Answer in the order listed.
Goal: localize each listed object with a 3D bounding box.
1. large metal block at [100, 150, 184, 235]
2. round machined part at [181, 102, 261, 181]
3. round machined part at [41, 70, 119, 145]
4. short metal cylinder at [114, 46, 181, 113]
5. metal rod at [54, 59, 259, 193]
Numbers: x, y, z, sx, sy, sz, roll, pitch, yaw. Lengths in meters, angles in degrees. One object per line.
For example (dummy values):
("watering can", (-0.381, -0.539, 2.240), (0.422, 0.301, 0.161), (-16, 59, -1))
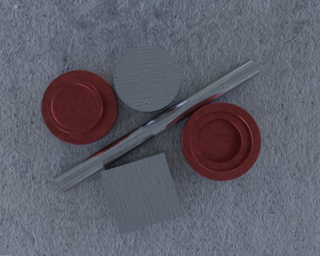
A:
("large metal block", (-0.022, 0.079, 0.399), (0.080, 0.050, 0.080), (-17, 90, 0))
("round machined part", (0.076, 0.017, 0.403), (0.099, 0.042, 0.097), (0, 90, 0))
("round machined part", (-0.105, -0.027, 0.401), (0.099, 0.042, 0.097), (0, 90, 0))
("short metal cylinder", (-0.015, -0.060, 0.398), (0.081, 0.050, 0.079), (0, 90, 0))
("metal rod", (-0.004, -0.003, 0.412), (0.301, 0.025, 0.025), (-31, 90, 0))
